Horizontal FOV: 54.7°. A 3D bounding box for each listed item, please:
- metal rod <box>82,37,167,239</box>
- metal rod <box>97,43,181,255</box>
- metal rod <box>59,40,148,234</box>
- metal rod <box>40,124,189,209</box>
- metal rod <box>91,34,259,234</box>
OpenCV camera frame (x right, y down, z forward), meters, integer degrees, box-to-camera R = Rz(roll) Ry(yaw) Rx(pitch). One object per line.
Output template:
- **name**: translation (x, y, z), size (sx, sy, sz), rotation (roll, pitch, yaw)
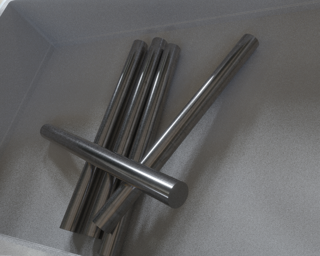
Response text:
- **metal rod**: translation (-0.040, -0.002, 0.426), size (0.025, 0.025, 0.300), rotation (3, 63, 29)
- **metal rod**: translation (-0.020, 0.012, 0.407), size (0.025, 0.025, 0.300), rotation (2, 63, 29)
- **metal rod**: translation (-0.072, -0.004, 0.443), size (0.025, 0.025, 0.300), rotation (3, 63, 29)
- **metal rod**: translation (-0.081, 0.032, 0.385), size (0.300, 0.025, 0.025), rotation (16, 69, 47)
- **metal rod**: translation (0.028, -0.004, 0.375), size (0.025, 0.025, 0.300), rotation (28, 72, 37)
